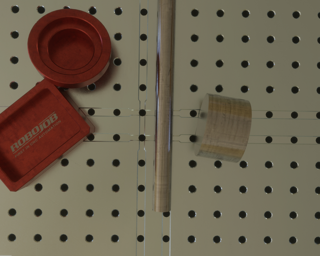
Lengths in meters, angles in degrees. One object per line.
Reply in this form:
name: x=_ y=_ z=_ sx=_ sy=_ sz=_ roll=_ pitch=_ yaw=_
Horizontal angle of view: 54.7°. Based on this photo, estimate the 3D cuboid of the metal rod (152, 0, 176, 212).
metal rod: x=0.006 y=-0.040 z=0.413 sx=0.025 sy=0.025 sz=0.298 roll=1 pitch=90 yaw=-1

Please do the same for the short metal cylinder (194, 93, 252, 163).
short metal cylinder: x=0.076 y=0.000 z=0.387 sx=0.050 sy=0.080 sz=0.080 roll=10 pitch=90 yaw=0

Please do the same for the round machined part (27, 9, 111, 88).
round machined part: x=-0.113 y=-0.097 z=0.396 sx=0.099 sy=0.042 sz=0.097 roll=2 pitch=80 yaw=-9

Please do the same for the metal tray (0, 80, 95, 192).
metal tray: x=-0.165 y=0.009 z=0.408 sx=0.130 sy=0.030 sz=0.090 roll=-39 pitch=91 yaw=-1
